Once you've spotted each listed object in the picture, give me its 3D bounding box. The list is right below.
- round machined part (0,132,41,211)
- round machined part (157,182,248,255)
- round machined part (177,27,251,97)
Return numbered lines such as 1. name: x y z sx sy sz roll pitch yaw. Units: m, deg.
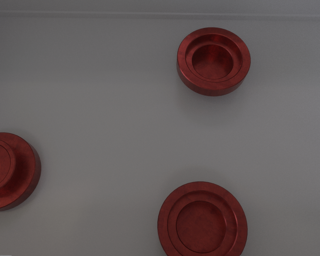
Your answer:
1. round machined part: -0.203 0.051 0.380 0.099 0.042 0.098 0 70 0
2. round machined part: 0.047 0.114 0.357 0.099 0.042 0.098 0 66 0
3. round machined part: 0.072 -0.088 0.433 0.099 0.042 0.098 0 70 0
